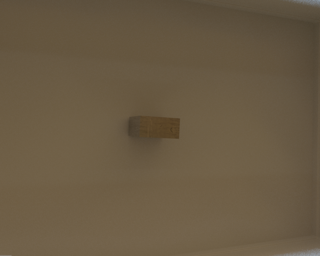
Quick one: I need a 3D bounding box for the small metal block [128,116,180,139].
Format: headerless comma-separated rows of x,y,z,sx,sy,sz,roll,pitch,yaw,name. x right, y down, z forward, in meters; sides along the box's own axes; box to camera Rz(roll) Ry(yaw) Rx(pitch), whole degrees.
-0.008,-0.001,0.391,0.050,0.050,0.025,3,89,-20,small metal block
